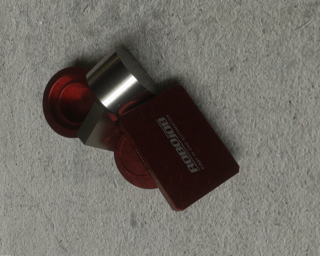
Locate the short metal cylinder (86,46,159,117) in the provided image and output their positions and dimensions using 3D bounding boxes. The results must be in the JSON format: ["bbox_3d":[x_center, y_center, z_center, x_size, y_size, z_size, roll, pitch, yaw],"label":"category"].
[{"bbox_3d":[-0.046,-0.057,0.397,0.050,0.080,0.080,-39,78,16],"label":"short metal cylinder"}]

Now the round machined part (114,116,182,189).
[{"bbox_3d":[-0.018,0.032,0.406,0.098,0.042,0.097,0,90,19],"label":"round machined part"}]

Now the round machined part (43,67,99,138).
[{"bbox_3d":[-0.113,-0.035,0.439,0.098,0.042,0.097,0,90,19],"label":"round machined part"}]

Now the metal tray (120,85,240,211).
[{"bbox_3d":[0.022,0.022,0.376,0.091,0.030,0.130,-31,79,-15],"label":"metal tray"}]

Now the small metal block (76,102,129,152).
[{"bbox_3d":[-0.071,0.000,0.402,0.025,0.050,0.050,41,104,40],"label":"small metal block"}]
